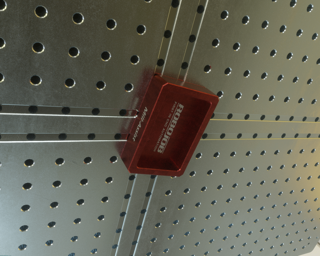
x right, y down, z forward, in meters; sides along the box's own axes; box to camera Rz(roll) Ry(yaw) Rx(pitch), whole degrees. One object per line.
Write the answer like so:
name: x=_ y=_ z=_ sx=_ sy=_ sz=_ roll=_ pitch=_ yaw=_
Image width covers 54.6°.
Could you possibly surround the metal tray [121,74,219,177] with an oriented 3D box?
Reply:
metal tray: x=0.012 y=0.002 z=0.415 sx=0.091 sy=0.030 sz=0.129 roll=10 pitch=113 yaw=-33
